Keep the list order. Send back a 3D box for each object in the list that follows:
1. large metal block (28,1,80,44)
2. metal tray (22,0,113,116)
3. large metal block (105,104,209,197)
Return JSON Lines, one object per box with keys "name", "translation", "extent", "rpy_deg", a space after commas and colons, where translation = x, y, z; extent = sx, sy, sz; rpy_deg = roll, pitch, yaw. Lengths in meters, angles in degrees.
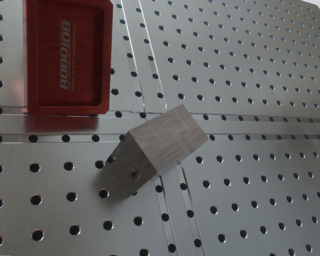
{"name": "large metal block", "translation": [-0.129, -0.162, 0.402], "extent": [0.050, 0.080, 0.080], "rpy_deg": [19, 54, -17]}
{"name": "metal tray", "translation": [-0.103, -0.081, 0.348], "extent": [0.091, 0.030, 0.129], "rpy_deg": [-3, 104, -30]}
{"name": "large metal block", "translation": [-0.005, 0.026, 0.354], "extent": [0.081, 0.080, 0.050], "rpy_deg": [-28, 77, -37]}
